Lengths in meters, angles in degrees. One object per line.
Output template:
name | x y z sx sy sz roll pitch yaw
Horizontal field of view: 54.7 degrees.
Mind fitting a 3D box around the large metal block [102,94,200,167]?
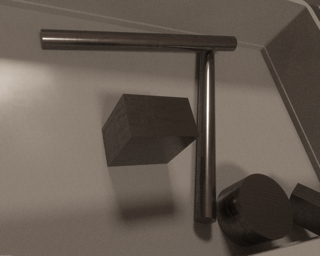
large metal block | -0.014 0.005 0.361 0.081 0.080 0.050 0 62 -28

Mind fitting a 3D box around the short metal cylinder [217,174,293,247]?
short metal cylinder | 0.118 0.104 0.392 0.081 0.050 0.080 14 56 -21

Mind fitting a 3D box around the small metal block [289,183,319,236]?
small metal block | 0.203 0.111 0.422 0.050 0.050 0.025 25 43 31

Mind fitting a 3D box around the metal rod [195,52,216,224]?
metal rod | 0.068 -0.014 0.452 0.025 0.025 0.300 19 54 -18

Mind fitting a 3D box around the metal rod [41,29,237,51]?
metal rod | -0.014 -0.128 0.458 0.303 0.025 0.025 -6 65 -25
